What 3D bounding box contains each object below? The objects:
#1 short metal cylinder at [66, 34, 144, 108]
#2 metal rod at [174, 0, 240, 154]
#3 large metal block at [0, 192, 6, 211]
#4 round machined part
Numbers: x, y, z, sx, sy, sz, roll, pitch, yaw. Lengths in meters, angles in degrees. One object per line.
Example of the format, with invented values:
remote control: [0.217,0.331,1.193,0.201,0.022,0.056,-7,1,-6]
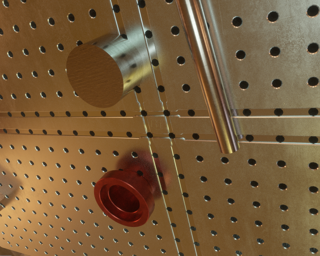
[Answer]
short metal cylinder: [-0.068,-0.072,0.387,0.080,0.050,0.079,13,124,21]
metal rod: [0.037,-0.105,0.326,0.025,0.025,0.298,-7,115,31]
large metal block: [-0.417,0.169,0.720,0.080,0.050,0.080,40,129,1]
round machined part: [-0.052,0.107,0.494,0.098,0.042,0.097,13,124,21]
